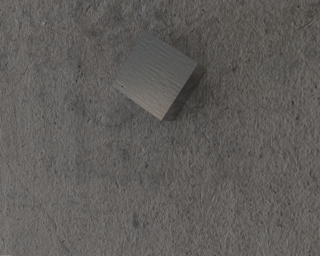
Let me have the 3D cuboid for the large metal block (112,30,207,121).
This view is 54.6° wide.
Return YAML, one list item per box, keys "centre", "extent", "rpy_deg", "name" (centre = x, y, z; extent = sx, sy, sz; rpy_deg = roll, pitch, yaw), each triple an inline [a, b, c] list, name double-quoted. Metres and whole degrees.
- centre: [0.000, -0.064, 0.396]
  extent: [0.080, 0.050, 0.080]
  rpy_deg: [36, 102, 16]
  name: "large metal block"
